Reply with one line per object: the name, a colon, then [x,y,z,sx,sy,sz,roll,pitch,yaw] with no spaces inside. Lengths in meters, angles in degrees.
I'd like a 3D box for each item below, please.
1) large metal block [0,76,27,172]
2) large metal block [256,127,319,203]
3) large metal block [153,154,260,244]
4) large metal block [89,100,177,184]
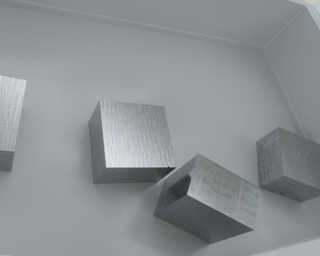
large metal block: [-0.179,-0.008,0.298,0.081,0.050,0.080,9,58,-24]
large metal block: [0.195,0.056,0.463,0.080,0.050,0.080,21,54,-16]
large metal block: [0.051,0.083,0.349,0.080,0.080,0.050,29,52,-10]
large metal block: [-0.035,0.018,0.361,0.081,0.050,0.080,4,60,-27]
